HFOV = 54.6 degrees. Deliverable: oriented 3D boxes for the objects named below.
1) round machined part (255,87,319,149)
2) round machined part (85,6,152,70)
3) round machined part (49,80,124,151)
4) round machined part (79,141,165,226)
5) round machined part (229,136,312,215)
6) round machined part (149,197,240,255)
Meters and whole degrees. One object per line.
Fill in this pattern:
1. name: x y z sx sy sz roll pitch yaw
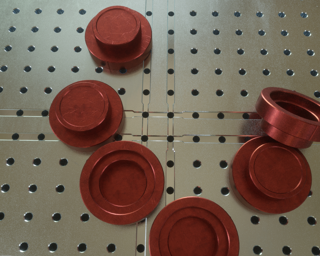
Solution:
1. round machined part: 0.167 -0.010 0.390 0.099 0.042 0.098 12 31 -7
2. round machined part: -0.061 -0.138 0.453 0.099 0.042 0.098 0 70 0
3. round machined part: -0.098 -0.021 0.410 0.099 0.042 0.098 0 70 0
4. round machined part: -0.044 0.068 0.378 0.099 0.042 0.098 0 70 0
5. round machined part: 0.139 0.056 0.383 0.099 0.042 0.098 0 70 0
6. round machined part: 0.037 0.131 0.355 0.099 0.042 0.098 0 70 0
